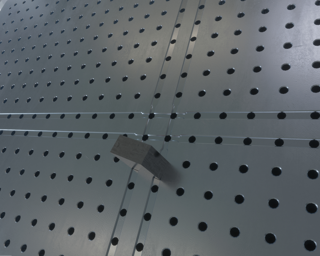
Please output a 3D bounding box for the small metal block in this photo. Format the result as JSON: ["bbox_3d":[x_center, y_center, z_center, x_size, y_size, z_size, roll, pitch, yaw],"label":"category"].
[{"bbox_3d":[-0.025,0.036,0.384,0.050,0.050,0.025,17,71,35],"label":"small metal block"}]
